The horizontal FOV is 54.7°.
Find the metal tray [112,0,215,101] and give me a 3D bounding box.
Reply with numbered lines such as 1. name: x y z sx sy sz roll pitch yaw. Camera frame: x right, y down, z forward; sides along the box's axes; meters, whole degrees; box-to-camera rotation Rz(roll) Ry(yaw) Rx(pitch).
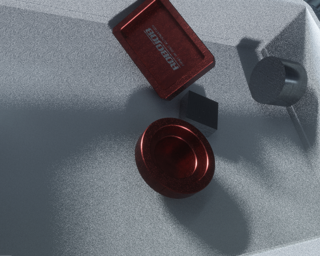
1. metal tray: 0.005 -0.115 0.440 0.130 0.090 0.030 54 10 10

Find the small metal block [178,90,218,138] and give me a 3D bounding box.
1. small metal block: 0.056 -0.020 0.450 0.050 0.025 0.050 21 54 -16

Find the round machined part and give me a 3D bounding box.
1. round machined part: 0.015 0.040 0.380 0.099 0.042 0.098 14 56 -21

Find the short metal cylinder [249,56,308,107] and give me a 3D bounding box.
1. short metal cylinder: 0.200 -0.078 0.529 0.050 0.080 0.080 4 60 -27
